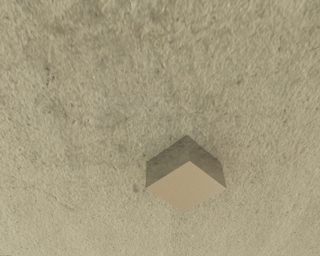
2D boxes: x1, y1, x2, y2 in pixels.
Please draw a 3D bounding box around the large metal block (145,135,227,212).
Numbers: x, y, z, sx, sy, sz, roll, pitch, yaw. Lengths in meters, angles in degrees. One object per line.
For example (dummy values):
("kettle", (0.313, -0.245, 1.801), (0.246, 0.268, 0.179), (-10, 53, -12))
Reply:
("large metal block", (0.037, 0.068, 0.450), (0.080, 0.050, 0.080), (-36, 122, 26))
